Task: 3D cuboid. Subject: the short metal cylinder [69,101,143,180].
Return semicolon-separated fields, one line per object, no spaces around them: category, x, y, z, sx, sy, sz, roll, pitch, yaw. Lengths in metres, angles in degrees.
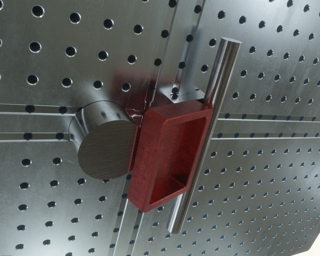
short metal cylinder;-0.063;0.014;0.370;0.081;0.050;0.079;-14;125;-21

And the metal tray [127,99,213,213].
metal tray;0.012;0.034;0.386;0.091;0.030;0.129;-15;127;-44

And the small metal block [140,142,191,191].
small metal block;0.009;0.057;0.452;0.050;0.025;0.050;-43;130;1

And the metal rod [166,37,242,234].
metal rod;0.053;0.028;0.426;0.025;0.025;0.298;-1;119;-28

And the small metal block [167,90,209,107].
small metal block;0.037;-0.020;0.421;0.050;0.025;0.050;-14;125;-21
